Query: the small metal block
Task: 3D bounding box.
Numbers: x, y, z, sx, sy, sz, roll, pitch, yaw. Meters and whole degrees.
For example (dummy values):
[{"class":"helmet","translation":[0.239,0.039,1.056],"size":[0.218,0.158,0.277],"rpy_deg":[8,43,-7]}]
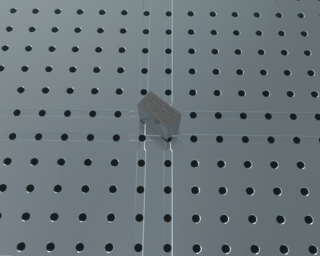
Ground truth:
[{"class":"small metal block","translation":[-0.001,-0.014,0.403],"size":[0.050,0.050,0.025],"rpy_deg":[38,74,12]}]
